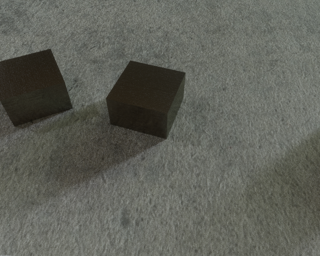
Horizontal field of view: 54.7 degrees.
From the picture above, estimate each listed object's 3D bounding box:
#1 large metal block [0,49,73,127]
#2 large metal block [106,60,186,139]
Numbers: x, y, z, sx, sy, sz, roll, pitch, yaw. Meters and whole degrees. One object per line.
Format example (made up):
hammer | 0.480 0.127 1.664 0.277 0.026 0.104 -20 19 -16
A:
large metal block | -0.178 -0.058 0.434 0.081 0.050 0.080 -20 53 -17
large metal block | -0.016 -0.040 0.420 0.080 0.050 0.080 15 51 11
